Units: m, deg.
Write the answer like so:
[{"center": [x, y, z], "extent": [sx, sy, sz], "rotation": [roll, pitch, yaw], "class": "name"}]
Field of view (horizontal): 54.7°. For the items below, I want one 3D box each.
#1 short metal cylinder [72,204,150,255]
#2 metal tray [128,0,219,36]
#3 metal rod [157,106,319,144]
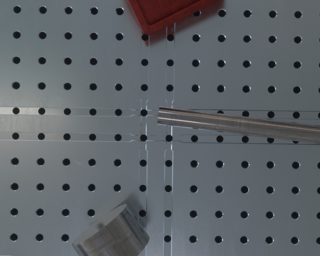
[{"center": [-0.060, 0.140, 0.386], "extent": [0.080, 0.080, 0.050], "rotation": [-35, 90, 0], "class": "short metal cylinder"}, {"center": [0.019, -0.187, 0.390], "extent": [0.130, 0.030, 0.090], "rotation": [-26, 115, 2], "class": "metal tray"}, {"center": [0.148, 0.001, 0.414], "extent": [0.302, 0.025, 0.025], "rotation": [7, 90, 0], "class": "metal rod"}]
